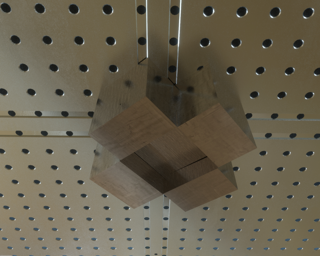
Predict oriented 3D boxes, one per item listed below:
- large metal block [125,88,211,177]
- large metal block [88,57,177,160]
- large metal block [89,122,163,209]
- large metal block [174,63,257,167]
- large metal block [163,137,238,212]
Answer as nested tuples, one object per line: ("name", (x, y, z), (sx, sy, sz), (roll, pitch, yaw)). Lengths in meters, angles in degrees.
("large metal block", (0.012, 0.007, 0.400), (0.080, 0.050, 0.080), (-30, 123, 25))
("large metal block", (-0.029, -0.023, 0.356), (0.080, 0.080, 0.050), (-31, 124, 24))
("large metal block", (-0.041, 0.047, 0.415), (0.050, 0.080, 0.080), (-32, 124, 24))
("large metal block", (0.063, -0.015, 0.363), (0.050, 0.080, 0.080), (-32, 124, 23))
("large metal block", (0.051, 0.055, 0.424), (0.080, 0.080, 0.050), (-30, 124, 23))
